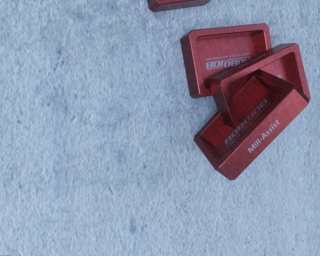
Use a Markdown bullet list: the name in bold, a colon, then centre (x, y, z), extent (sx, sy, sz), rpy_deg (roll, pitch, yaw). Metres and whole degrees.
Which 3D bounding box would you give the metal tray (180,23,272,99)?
- **metal tray**: centre (0.100, -0.097, 0.444), extent (0.131, 0.030, 0.089), rpy_deg (-12, 94, -20)

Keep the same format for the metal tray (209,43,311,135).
- **metal tray**: centre (0.140, -0.051, 0.427), extent (0.131, 0.030, 0.090), rpy_deg (-28, 110, -14)

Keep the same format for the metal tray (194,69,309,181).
- **metal tray**: centre (0.108, -0.008, 0.391), extent (0.030, 0.090, 0.130), rpy_deg (37, 100, -24)

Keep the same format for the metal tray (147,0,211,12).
- **metal tray**: centre (0.017, -0.229, 0.413), extent (0.091, 0.030, 0.129), rpy_deg (-16, 96, -20)
